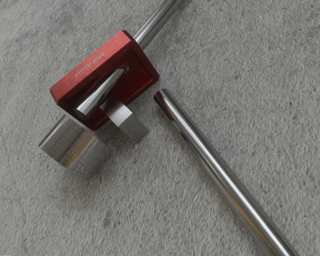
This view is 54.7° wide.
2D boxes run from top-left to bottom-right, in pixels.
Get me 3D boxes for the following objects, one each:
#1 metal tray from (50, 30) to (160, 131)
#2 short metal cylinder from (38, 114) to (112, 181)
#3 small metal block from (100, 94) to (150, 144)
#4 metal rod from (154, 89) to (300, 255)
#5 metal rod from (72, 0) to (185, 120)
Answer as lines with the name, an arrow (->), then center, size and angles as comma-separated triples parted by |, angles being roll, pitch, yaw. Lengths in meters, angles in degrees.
metal tray -> -0.073, -0.063, 0.435 | 0.130, 0.090, 0.030 | -39, 55, 1
short metal cylinder -> -0.110, 0.026, 0.409 | 0.080, 0.080, 0.050 | 30, 78, 37
small metal block -> -0.047, -0.012, 0.418 | 0.025, 0.050, 0.050 | -45, 51, -3
metal rod -> 0.068, 0.053, 0.334 | 0.025, 0.025, 0.300 | -37, 51, 3
metal rod -> -0.029, -0.132, 0.469 | 0.025, 0.025, 0.300 | 17, 61, 34
